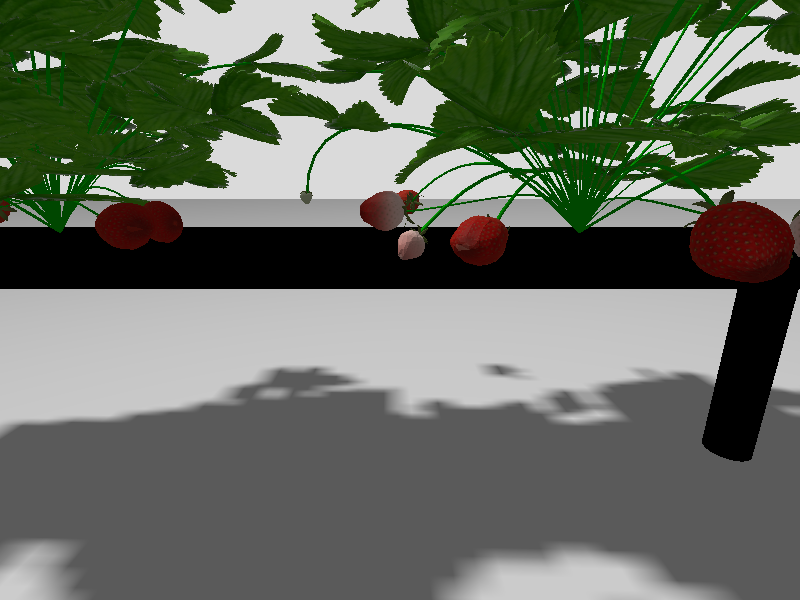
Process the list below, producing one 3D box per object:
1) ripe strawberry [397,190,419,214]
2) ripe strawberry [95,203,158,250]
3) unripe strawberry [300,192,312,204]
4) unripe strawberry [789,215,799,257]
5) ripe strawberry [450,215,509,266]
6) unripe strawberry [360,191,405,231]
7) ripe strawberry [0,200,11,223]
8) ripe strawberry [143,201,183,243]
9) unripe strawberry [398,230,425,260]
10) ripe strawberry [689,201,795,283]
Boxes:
[{"bbox_3d":[0.006,-0.134,0.548,0.039,0.033,0.039,-11,14,-33],"label":"ripe strawberry"},{"bbox_3d":[-0.162,-0.044,0.240,0.028,0.028,0.031,13,20,37],"label":"ripe strawberry"},{"bbox_3d":[-0.089,-0.096,0.379,0.011,0.011,0.010,3,16,9],"label":"unripe strawberry"},{"bbox_3d":[0.207,-0.030,0.190,0.032,0.027,0.032,-5,17,-17],"label":"unripe strawberry"},{"bbox_3d":[0.036,-0.027,0.188,0.027,0.024,0.024,11,26,35],"label":"ripe strawberry"},{"bbox_3d":[-0.015,-0.077,0.346,0.039,0.033,0.039,0,16,2],"label":"unripe strawberry"},{"bbox_3d":[-0.414,-0.094,0.400,0.038,0.040,0.035,7,17,26],"label":"ripe strawberry"},{"bbox_3d":[-0.161,-0.053,0.272,0.027,0.028,0.025,9,18,28],"label":"ripe strawberry"},{"bbox_3d":[0.005,-0.028,0.213,0.015,0.016,0.016,16,-31,45],"label":"unripe strawberry"},{"bbox_3d":[0.136,-0.022,0.159,0.034,0.030,0.034,2,45,6],"label":"ripe strawberry"}]
